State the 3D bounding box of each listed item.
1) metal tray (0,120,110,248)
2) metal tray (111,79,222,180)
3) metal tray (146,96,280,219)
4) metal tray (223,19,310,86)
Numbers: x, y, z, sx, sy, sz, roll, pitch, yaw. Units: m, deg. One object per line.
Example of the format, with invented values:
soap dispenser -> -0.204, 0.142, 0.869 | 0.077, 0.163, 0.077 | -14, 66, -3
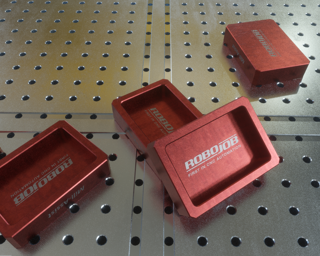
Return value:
metal tray -> -0.134, 0.056, 0.354 | 0.090, 0.030, 0.131 | 35, 58, 25
metal tray -> 0.006, -0.003, 0.407 | 0.091, 0.030, 0.130 | -26, 55, -21
metal tray -> 0.062, 0.030, 0.350 | 0.131, 0.030, 0.090 | -27, 89, -21
metal tray -> 0.172, -0.130, 0.516 | 0.091, 0.030, 0.130 | -10, 51, -9
